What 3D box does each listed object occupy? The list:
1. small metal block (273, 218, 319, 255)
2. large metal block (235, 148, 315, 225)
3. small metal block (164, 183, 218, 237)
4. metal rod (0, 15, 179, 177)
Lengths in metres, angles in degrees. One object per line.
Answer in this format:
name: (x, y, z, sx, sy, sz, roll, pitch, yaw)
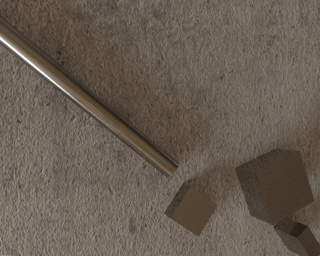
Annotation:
small metal block: (0.212, 0.170, 0.476, 0.025, 0.050, 0.050, -39, 103, -16)
large metal block: (0.170, 0.084, 0.461, 0.081, 0.050, 0.080, -22, 98, -19)
small metal block: (0.042, 0.112, 0.426, 0.050, 0.025, 0.050, 37, 78, -17)
metal rod: (-0.094, -0.038, 0.374, 0.300, 0.025, 0.025, 40, 77, -16)
